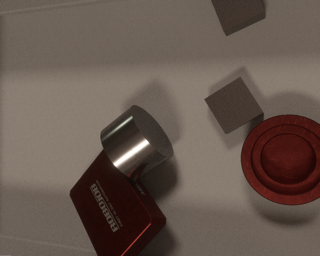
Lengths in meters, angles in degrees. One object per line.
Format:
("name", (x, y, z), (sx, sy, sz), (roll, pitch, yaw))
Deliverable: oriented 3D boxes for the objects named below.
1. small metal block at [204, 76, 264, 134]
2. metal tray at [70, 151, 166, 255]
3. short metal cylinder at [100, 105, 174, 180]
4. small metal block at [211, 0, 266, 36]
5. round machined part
("small metal block", (0.091, -0.027, 0.378), (0.050, 0.025, 0.050), (-32, 80, 16))
("metal tray", (-0.060, 0.101, 0.401), (0.090, 0.030, 0.130), (-50, 51, 12))
("short metal cylinder", (-0.028, 0.018, 0.390), (0.050, 0.080, 0.080), (-38, 78, 16))
("small metal block", (0.094, -0.148, 0.377), (0.050, 0.025, 0.050), (-22, 83, 19))
("round machined part", (0.144, 0.034, 0.351), (0.098, 0.042, 0.097), (0, 90, 19))
